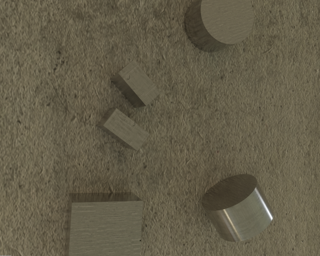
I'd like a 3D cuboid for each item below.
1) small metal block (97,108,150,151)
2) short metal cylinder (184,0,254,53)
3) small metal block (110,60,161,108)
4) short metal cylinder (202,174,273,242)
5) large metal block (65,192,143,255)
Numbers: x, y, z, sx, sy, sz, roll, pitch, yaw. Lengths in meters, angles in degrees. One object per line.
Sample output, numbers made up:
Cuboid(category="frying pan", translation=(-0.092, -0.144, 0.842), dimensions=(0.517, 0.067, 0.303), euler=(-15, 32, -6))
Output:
Cuboid(category="small metal block", translation=(-0.046, 0.002, 0.379), dimensions=(0.050, 0.050, 0.025), euler=(39, 78, -16))
Cuboid(category="short metal cylinder", translation=(0.080, -0.149, 0.427), dimensions=(0.081, 0.050, 0.079), euler=(0, 90, -21))
Cuboid(category="small metal block", translation=(-0.032, -0.053, 0.385), dimensions=(0.025, 0.050, 0.050), euler=(-44, 104, -15))
Cuboid(category="short metal cylinder", translation=(0.104, 0.106, 0.420), dimensions=(0.080, 0.080, 0.050), euler=(-33, 101, -17))
Cuboid(category="large metal block", translation=(-0.068, 0.123, 0.371), dimensions=(0.081, 0.050, 0.079), euler=(4, 89, -20))
